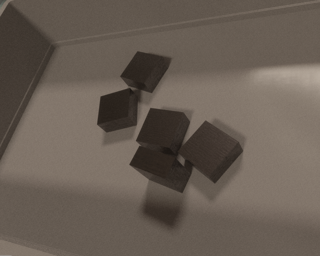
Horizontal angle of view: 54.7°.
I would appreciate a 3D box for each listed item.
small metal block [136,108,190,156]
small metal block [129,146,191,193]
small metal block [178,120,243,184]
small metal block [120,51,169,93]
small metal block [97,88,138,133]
[{"bbox_3d":[0.004,0.004,0.400,0.050,0.025,0.050,10,66,32],"label":"small metal block"},{"bbox_3d":[0.001,0.048,0.358,0.050,0.050,0.025,16,70,34],"label":"small metal block"},{"bbox_3d":[0.058,0.027,0.358,0.050,0.025,0.050,-48,52,-6],"label":"small metal block"},{"bbox_3d":[-0.023,-0.085,0.469,0.050,0.025,0.050,21,73,35],"label":"small metal block"},{"bbox_3d":[-0.061,-0.025,0.452,0.050,0.025,0.050,-13,56,20],"label":"small metal block"}]
